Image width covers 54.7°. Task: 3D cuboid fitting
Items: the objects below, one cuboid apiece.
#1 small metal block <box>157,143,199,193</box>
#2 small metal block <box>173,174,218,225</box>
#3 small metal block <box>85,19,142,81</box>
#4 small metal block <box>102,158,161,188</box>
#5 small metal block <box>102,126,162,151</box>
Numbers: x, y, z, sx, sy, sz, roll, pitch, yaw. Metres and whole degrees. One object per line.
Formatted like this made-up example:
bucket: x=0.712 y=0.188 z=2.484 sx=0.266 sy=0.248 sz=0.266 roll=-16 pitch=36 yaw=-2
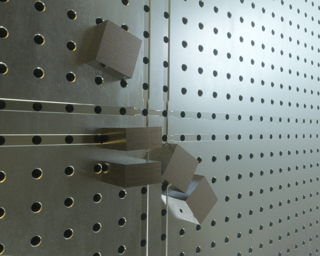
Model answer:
small metal block: x=0.021 y=0.056 z=0.430 sx=0.050 sy=0.025 sz=0.050 roll=40 pitch=66 yaw=-33
small metal block: x=0.053 y=0.104 z=0.457 sx=0.050 sy=0.025 sz=0.050 roll=-45 pitch=118 yaw=-31
small metal block: x=-0.054 y=-0.090 z=0.366 sx=0.050 sy=0.025 sz=0.050 roll=23 pitch=76 yaw=-38
small metal block: x=-0.034 y=0.052 z=0.366 sx=0.050 sy=0.050 sz=0.025 roll=0 pitch=90 yaw=-40
small metal block: x=-0.033 y=0.011 z=0.367 sx=0.050 sy=0.050 sz=0.025 roll=-3 pitch=92 yaw=-40
